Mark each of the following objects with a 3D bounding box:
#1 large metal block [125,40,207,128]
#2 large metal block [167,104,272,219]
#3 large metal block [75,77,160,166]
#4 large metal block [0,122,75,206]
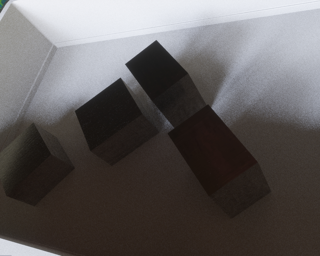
[{"bbox_3d":[0.010,-0.052,0.397,0.050,0.080,0.080,-38,51,3],"label":"large metal block"},{"bbox_3d":[0.062,0.036,0.316,0.050,0.080,0.080,-36,51,4],"label":"large metal block"},{"bbox_3d":[-0.060,-0.009,0.427,0.080,0.050,0.080,-36,51,4],"label":"large metal block"},{"bbox_3d":[-0.186,0.052,0.455,0.080,0.050,0.080,-44,51,-2],"label":"large metal block"}]
